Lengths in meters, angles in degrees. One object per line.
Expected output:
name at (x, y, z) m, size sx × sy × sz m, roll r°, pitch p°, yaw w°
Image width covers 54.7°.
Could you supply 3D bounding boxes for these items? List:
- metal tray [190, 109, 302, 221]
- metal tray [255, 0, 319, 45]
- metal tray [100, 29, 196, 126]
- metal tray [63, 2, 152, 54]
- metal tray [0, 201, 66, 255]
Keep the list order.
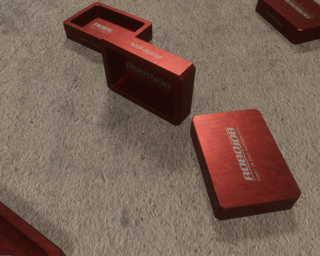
metal tray at (0.095, 0.037, 0.370) m, size 0.091 × 0.030 × 0.130 m, roll -7°, pitch 50°, yaw -7°
metal tray at (0.254, -0.213, 0.582) m, size 0.091 × 0.030 × 0.130 m, roll -16°, pitch 52°, yaw -14°
metal tray at (-0.018, -0.068, 0.417) m, size 0.130 × 0.089 × 0.030 m, roll 30°, pitch 56°, yaw 22°
metal tray at (-0.090, -0.172, 0.542) m, size 0.130 × 0.030 × 0.090 m, roll 28°, pitch 55°, yaw 21°
metal tray at (-0.166, 0.124, 0.293) m, size 0.130 × 0.030 × 0.090 m, roll 27°, pitch 55°, yaw 21°
